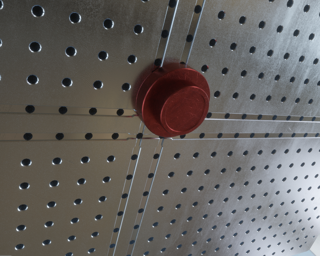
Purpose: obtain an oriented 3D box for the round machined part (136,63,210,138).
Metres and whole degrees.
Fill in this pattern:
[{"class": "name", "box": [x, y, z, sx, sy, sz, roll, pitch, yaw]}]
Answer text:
[{"class": "round machined part", "box": [0.023, -0.029, 0.396, 0.099, 0.042, 0.097, -14, 125, -21]}]
